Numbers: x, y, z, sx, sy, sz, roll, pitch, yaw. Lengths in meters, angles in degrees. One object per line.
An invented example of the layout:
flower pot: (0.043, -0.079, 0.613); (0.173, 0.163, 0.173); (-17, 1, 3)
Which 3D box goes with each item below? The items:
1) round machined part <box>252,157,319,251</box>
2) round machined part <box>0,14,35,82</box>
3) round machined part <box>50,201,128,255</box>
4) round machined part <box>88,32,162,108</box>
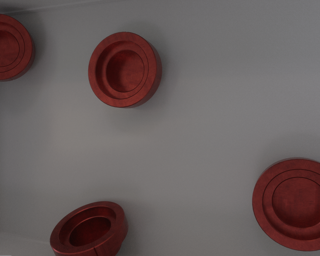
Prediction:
round machined part: (0.156, 0.081, 0.346); (0.098, 0.042, 0.097); (0, 90, 20)
round machined part: (-0.242, -0.119, 0.472); (0.099, 0.042, 0.097); (0, 91, -10)
round machined part: (-0.089, 0.144, 0.408); (0.098, 0.098, 0.042); (-7, 113, 20)
round machined part: (-0.043, -0.075, 0.417); (0.098, 0.042, 0.097); (0, 90, 20)
